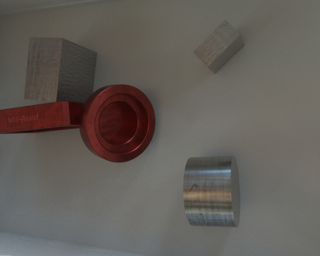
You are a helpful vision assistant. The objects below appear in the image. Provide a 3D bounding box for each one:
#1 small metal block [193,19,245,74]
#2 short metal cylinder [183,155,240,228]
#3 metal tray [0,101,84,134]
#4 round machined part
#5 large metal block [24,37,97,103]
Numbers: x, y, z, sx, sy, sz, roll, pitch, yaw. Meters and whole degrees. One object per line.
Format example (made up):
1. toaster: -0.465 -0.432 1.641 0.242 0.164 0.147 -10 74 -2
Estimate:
1. small metal block: 0.072 -0.095 0.372 0.050 0.050 0.025 -44 77 14
2. short metal cylinder: 0.062 0.073 0.359 0.050 0.080 0.080 -4 89 20
3. metal tray: -0.156 -0.012 0.429 0.130 0.090 0.030 -6 88 19
4. round machined part: -0.058 -0.007 0.400 0.042 0.099 0.097 9 94 53
5. large metal block: -0.134 -0.074 0.427 0.050 0.080 0.079 7 93 19
